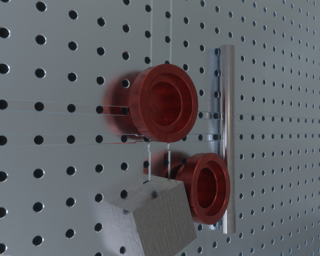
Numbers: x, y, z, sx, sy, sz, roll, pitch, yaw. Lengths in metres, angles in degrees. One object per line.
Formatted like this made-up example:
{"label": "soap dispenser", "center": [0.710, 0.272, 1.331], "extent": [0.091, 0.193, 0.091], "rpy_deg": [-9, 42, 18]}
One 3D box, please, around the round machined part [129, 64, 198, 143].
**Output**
{"label": "round machined part", "center": [0.000, -0.031, 0.398], "extent": [0.099, 0.042, 0.097], "rpy_deg": [0, 90, -40]}

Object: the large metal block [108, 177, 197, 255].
{"label": "large metal block", "center": [-0.007, 0.116, 0.387], "extent": [0.081, 0.050, 0.080], "rpy_deg": [-23, 105, -37]}

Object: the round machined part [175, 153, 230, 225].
{"label": "round machined part", "center": [0.057, 0.084, 0.439], "extent": [0.099, 0.042, 0.097], "rpy_deg": [7, 81, -48]}

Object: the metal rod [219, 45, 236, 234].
{"label": "metal rod", "center": [0.109, 0.018, 0.500], "extent": [0.025, 0.025, 0.298], "rpy_deg": [-1, 90, -40]}
